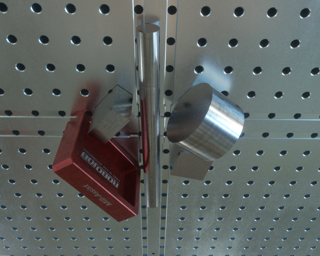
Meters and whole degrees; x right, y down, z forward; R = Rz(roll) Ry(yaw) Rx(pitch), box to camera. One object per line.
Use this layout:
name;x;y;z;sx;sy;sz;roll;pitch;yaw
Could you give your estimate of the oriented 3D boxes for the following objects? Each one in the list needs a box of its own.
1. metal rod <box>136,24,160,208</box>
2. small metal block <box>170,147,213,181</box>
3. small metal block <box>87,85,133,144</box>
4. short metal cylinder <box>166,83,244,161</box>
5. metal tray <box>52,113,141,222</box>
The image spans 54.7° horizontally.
metal rod;-0.013;0.010;0.419;0.025;0.025;0.298;0;130;0
small metal block;0.046;0.048;0.454;0.050;0.025;0.050;12;129;-10
small metal block;-0.060;-0.017;0.379;0.025;0.050;0.050;34;122;-26
short metal cylinder;0.052;-0.007;0.370;0.050;0.080;0.080;31;123;-24
metal tray;-0.076;0.054;0.413;0.030;0.090;0.130;-26;126;20
